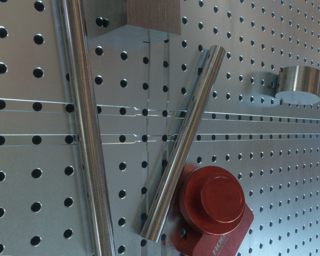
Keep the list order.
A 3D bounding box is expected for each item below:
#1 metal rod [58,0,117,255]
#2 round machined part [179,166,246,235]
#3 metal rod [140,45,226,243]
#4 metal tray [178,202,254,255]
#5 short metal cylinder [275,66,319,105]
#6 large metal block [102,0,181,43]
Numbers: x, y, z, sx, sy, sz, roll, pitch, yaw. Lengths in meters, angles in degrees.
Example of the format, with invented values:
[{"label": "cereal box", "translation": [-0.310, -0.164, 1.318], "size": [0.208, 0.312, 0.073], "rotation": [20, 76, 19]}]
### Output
[{"label": "metal rod", "translation": [-0.079, 0.005, 0.344], "size": [0.025, 0.025, 0.298], "rotation": [-11, 97, -40]}, {"label": "round machined part", "translation": [0.080, 0.102, 0.443], "size": [0.099, 0.042, 0.098], "rotation": [7, 68, -18]}, {"label": "metal rod", "translation": [0.038, 0.010, 0.443], "size": [0.025, 0.025, 0.299], "rotation": [34, 69, -35]}, {"label": "metal tray", "translation": [0.092, 0.163, 0.487], "size": [0.130, 0.030, 0.090], "rotation": [-51, 120, -28]}, {"label": "short metal cylinder", "translation": [0.271, -0.082, 0.604], "size": [0.080, 0.080, 0.050], "rotation": [21, 77, -39]}, {"label": "large metal block", "translation": [-0.022, -0.153, 0.376], "size": [0.081, 0.050, 0.079], "rotation": [-4, 93, -40]}]
